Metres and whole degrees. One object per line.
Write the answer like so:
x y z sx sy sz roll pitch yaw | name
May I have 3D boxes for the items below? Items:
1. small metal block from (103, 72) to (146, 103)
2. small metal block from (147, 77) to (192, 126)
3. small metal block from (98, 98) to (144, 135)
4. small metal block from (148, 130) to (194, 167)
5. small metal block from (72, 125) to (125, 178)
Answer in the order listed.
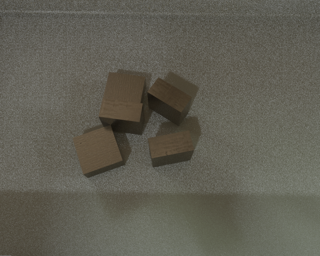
-0.048 -0.046 0.426 0.050 0.025 0.050 8 70 3 | small metal block
0.012 -0.033 0.408 0.050 0.050 0.025 32 73 11 | small metal block
-0.048 -0.014 0.401 0.050 0.050 0.025 8 70 3 | small metal block
0.013 0.027 0.386 0.050 0.050 0.025 -11 71 -4 | small metal block
-0.078 0.030 0.398 0.050 0.025 0.050 -19 71 -7 | small metal block
